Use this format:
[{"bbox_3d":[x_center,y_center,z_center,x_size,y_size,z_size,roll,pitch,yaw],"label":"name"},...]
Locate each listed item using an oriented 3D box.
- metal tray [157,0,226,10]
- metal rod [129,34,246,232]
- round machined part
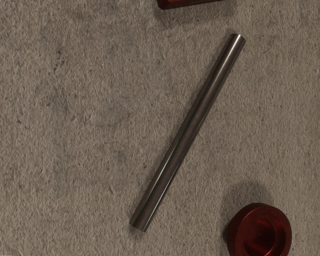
[{"bbox_3d":[0.052,-0.220,0.426,0.131,0.030,0.089,-17,96,-20],"label":"metal tray"},{"bbox_3d":[0.042,-0.001,0.425,0.025,0.025,0.299,32,79,-18],"label":"metal rod"},{"bbox_3d":[0.140,0.158,0.454,0.099,0.042,0.097,0,90,-21],"label":"round machined part"}]
